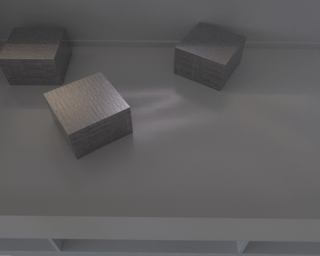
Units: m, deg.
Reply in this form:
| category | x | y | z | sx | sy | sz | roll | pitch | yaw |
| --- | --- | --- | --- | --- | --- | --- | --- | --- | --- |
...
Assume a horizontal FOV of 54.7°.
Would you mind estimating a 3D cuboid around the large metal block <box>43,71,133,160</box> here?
| category | x | y | z | sx | sy | sz | roll | pitch | yaw |
| --- | --- | --- | --- | --- | --- | --- | --- | --- | --- |
| large metal block | -0.092 | -0.018 | 0.404 | 0.081 | 0.050 | 0.080 | -27 | 55 | -21 |

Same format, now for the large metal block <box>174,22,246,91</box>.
| category | x | y | z | sx | sy | sz | roll | pitch | yaw |
| --- | --- | --- | --- | --- | --- | --- | --- | --- | --- |
| large metal block | 0.077 | -0.113 | 0.484 | 0.080 | 0.050 | 0.080 | 25 | 54 | 19 |

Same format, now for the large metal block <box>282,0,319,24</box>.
| category | x | y | z | sx | sy | sz | roll | pitch | yaw |
| --- | --- | --- | --- | --- | --- | --- | --- | --- | --- |
| large metal block | 0.291 | -0.254 | 0.587 | 0.081 | 0.080 | 0.050 | -20 | 53 | -16 |

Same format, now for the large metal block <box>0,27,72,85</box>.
| category | x | y | z | sx | sy | sz | roll | pitch | yaw |
| --- | --- | --- | --- | --- | --- | --- | --- | --- | --- |
| large metal block | -0.190 | -0.112 | 0.481 | 0.080 | 0.050 | 0.080 | 0 | 50 | 0 |
